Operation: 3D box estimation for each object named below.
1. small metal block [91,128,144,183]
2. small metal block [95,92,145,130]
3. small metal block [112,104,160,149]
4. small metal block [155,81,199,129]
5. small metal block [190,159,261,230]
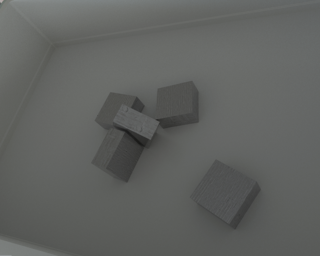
[{"bbox_3d":[-0.052,0.035,0.394,0.025,0.050,0.050,14,69,33],"label":"small metal block"},{"bbox_3d":[-0.058,-0.021,0.448,0.050,0.025,0.050,13,68,33],"label":"small metal block"},{"bbox_3d":[-0.030,-0.001,0.392,0.050,0.050,0.025,26,73,2],"label":"small metal block"},{"bbox_3d":[0.023,-0.031,0.411,0.050,0.025,0.050,-10,57,22],"label":"small metal block"},{"bbox_3d":[0.069,0.069,0.327,0.050,0.025,0.050,29,77,37],"label":"small metal block"}]
